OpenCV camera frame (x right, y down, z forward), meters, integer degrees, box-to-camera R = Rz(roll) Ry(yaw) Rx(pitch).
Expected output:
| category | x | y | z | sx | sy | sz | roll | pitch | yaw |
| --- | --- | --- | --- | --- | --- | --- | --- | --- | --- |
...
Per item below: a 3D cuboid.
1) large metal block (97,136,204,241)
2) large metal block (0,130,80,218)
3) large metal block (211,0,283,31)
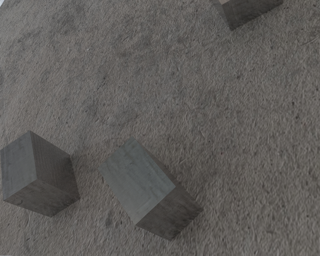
| category | x | y | z | sx | sy | sz | roll | pitch | yaw |
| --- | --- | --- | --- | --- | --- | --- | --- | --- | --- |
| large metal block | -0.009 | 0.066 | 0.333 | 0.050 | 0.080 | 0.080 | -43 | 51 | -1 |
| large metal block | -0.160 | 0.063 | 0.414 | 0.050 | 0.080 | 0.080 | -33 | 52 | 7 |
| large metal block | 0.118 | -0.201 | 0.449 | 0.080 | 0.050 | 0.080 | -26 | 53 | 12 |
